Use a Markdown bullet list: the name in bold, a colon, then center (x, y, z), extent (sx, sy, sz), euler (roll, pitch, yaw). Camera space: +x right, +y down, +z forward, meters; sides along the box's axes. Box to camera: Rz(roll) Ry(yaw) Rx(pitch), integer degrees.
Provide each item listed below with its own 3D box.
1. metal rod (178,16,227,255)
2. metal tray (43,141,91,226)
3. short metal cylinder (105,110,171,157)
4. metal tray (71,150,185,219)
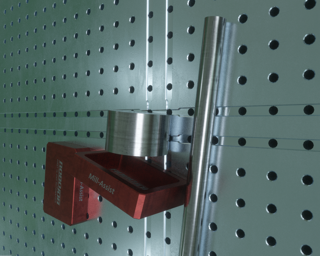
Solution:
- **metal rod**: center (0.049, 0.023, 0.368), extent (0.025, 0.025, 0.298), euler (10, 96, 39)
- **metal tray**: center (-0.164, 0.093, 0.542), extent (0.090, 0.030, 0.129), euler (8, 95, 39)
- **short metal cylinder**: center (-0.028, 0.005, 0.397), extent (0.080, 0.081, 0.050), euler (8, 96, 39)
- **metal tray**: center (-0.040, 0.065, 0.400), extent (0.130, 0.091, 0.030), euler (22, 104, 38)
